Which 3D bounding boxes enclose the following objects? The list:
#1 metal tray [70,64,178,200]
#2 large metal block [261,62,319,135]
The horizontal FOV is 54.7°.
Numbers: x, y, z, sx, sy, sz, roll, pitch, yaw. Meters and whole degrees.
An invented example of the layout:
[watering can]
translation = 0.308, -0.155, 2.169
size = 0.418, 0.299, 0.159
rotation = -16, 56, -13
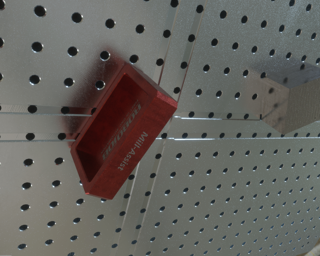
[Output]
[metal tray]
translation = -0.046, 0.002, 0.345
size = 0.030, 0.090, 0.130
rotation = 27, 103, -38
[large metal block]
translation = 0.209, -0.047, 0.481
size = 0.081, 0.050, 0.079
rotation = -20, 126, -17
